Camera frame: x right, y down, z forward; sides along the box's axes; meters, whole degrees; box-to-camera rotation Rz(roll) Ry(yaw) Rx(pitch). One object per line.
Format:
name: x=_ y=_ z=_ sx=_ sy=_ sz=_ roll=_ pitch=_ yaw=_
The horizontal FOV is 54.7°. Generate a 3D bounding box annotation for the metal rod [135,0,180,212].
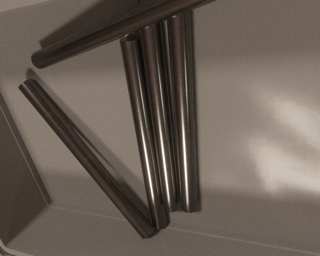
metal rod: x=0.002 y=-0.010 z=0.399 sx=0.025 sy=0.025 sz=0.298 roll=7 pitch=122 yaw=24

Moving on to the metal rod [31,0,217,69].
metal rod: x=-0.055 y=-0.109 z=0.342 sx=0.300 sy=0.025 sz=0.025 roll=-6 pitch=116 yaw=39

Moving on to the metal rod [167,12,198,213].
metal rod: x=0.030 y=-0.013 z=0.383 sx=0.025 sy=0.025 sz=0.298 roll=8 pitch=122 yaw=23

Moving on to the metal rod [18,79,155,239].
metal rod: x=-0.111 y=0.049 z=0.480 sx=0.025 sy=0.025 sz=0.300 roll=-36 pitch=94 yaw=38

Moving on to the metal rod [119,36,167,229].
metal rod: x=-0.018 y=0.026 z=0.432 sx=0.025 sy=0.025 sz=0.298 roll=7 pitch=122 yaw=24
